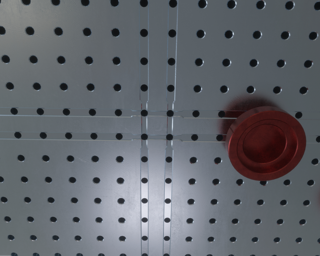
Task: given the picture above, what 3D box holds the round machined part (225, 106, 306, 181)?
[{"bbox_3d":[0.136,0.017,0.412,0.099,0.042,0.097,0,110,0],"label":"round machined part"}]
